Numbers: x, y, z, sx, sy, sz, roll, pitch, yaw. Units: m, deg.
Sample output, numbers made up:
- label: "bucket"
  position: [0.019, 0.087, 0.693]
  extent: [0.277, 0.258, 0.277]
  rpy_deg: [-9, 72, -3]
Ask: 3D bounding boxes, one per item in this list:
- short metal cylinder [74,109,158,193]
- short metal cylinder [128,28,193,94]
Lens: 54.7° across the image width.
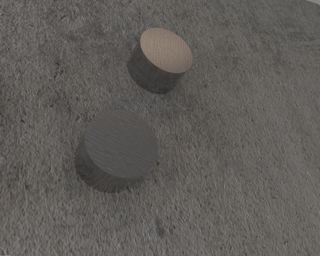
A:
- label: "short metal cylinder"
  position: [-0.049, 0.026, 0.345]
  extent: [0.081, 0.050, 0.080]
  rpy_deg: [14, 56, -21]
- label: "short metal cylinder"
  position: [0.000, -0.096, 0.446]
  extent: [0.081, 0.050, 0.080]
  rpy_deg: [14, 56, -21]
